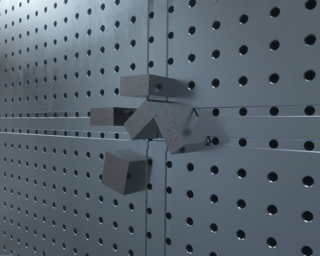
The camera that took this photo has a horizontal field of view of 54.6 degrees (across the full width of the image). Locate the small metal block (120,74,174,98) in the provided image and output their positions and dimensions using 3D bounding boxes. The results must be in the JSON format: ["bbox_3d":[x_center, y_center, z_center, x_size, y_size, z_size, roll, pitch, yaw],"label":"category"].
[{"bbox_3d":[-0.017,-0.054,0.408,0.050,0.050,0.025,3,92,40],"label":"small metal block"}]

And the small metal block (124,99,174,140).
[{"bbox_3d":[-0.010,-0.010,0.402,0.050,0.050,0.025,-45,63,31],"label":"small metal block"}]

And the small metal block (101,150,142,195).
[{"bbox_3d":[-0.058,0.065,0.458,0.050,0.025,0.050,18,101,38],"label":"small metal block"}]

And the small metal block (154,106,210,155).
[{"bbox_3d":[0.027,0.002,0.372,0.025,0.050,0.050,-38,67,34],"label":"small metal block"}]

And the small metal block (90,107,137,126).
[{"bbox_3d":[-0.065,-0.016,0.448,0.050,0.050,0.025,0,91,40],"label":"small metal block"}]
